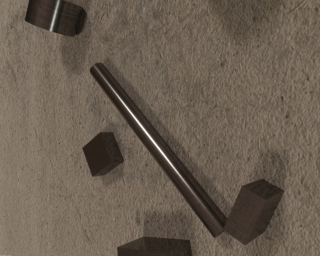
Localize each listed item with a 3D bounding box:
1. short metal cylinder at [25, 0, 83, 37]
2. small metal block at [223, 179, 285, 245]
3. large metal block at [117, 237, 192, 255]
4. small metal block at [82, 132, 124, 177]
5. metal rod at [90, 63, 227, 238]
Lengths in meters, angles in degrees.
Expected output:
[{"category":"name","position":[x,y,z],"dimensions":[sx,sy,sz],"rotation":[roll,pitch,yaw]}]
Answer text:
[{"category":"short metal cylinder","position":[-0.174,-0.189,0.510],"dimensions":[0.080,0.081,0.050],"rotation":[33,110,35]},{"category":"small metal block","position":[0.094,0.082,0.310],"dimensions":[0.025,0.050,0.050],"rotation":[30,108,36]},{"category":"large metal block","position":[-0.004,0.186,0.390],"dimensions":[0.080,0.050,0.080],"rotation":[-13,82,39]},{"category":"small metal block","position":[-0.088,0.040,0.475],"dimensions":[0.050,0.025,0.050],"rotation":[-37,68,33]},{"category":"metal rod","position":[-0.014,0.012,0.414],"dimensions":[0.300,0.025,0.025],"rotation":[51,120,27]}]
